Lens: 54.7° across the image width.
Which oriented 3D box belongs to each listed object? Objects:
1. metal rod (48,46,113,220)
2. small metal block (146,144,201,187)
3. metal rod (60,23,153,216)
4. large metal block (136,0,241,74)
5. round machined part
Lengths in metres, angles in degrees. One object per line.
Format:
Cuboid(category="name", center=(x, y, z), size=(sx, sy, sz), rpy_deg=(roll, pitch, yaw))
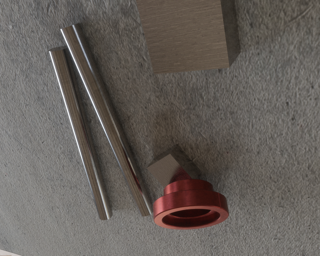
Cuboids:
Cuboid(category="metal rod", center=(-0.116, 0.025, 0.480), size=(0.025, 0.025, 0.298), rpy_deg=(6, 121, 25))
Cuboid(category="small metal block", center=(0.019, 0.058, 0.431), size=(0.050, 0.025, 0.050), rpy_deg=(49, 128, -7))
Cuboid(category="metal rod", center=(-0.067, 0.003, 0.442), size=(0.025, 0.025, 0.298), rpy_deg=(-6, 116, 30))
Cuboid(category="large metal block", center=(0.031, -0.103, 0.310), size=(0.080, 0.050, 0.080), rpy_deg=(0, 119, 28))
Cuboid(category="round machined part", center=(0.040, 0.101, 0.417), size=(0.099, 0.042, 0.098), rpy_deg=(-2, 146, -1))
